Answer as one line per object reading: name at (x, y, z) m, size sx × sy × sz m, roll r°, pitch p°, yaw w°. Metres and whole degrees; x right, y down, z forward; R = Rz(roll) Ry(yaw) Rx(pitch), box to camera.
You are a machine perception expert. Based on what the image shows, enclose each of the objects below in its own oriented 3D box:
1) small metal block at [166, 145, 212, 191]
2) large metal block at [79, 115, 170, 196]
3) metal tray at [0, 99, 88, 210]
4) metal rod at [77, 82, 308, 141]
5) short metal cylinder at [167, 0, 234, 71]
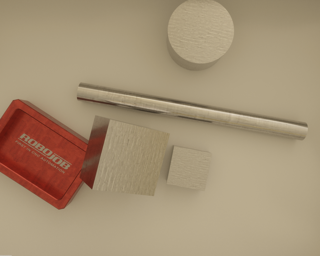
small metal block at (0.038, 0.052, 0.412) m, size 0.050 × 0.025 × 0.050 m, roll 11°, pitch 90°, yaw -1°
large metal block at (-0.044, 0.034, 0.382) m, size 0.081 × 0.050 × 0.080 m, roll 14°, pitch 90°, yaw -31°
metal tray at (-0.154, 0.033, 0.406) m, size 0.130 × 0.030 × 0.090 m, roll 33°, pitch 90°, yaw -1°
metal rod at (0.043, -0.022, 0.411) m, size 0.302 × 0.025 × 0.025 m, roll 10°, pitch 90°, yaw -1°
short metal cylinder at (0.049, -0.118, 0.400) m, size 0.081 × 0.050 × 0.079 m, roll 0°, pitch 90°, yaw -1°
